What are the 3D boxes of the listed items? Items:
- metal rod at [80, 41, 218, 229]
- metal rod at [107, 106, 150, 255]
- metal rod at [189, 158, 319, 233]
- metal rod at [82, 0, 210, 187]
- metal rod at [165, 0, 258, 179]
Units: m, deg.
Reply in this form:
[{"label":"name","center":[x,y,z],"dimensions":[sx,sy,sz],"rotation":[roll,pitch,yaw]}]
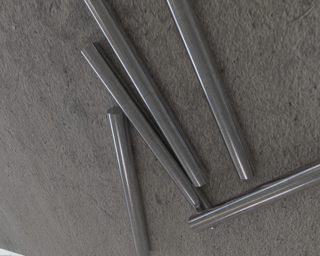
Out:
[{"label":"metal rod","center":[-0.006,0.018,0.421],"dimensions":[0.025,0.025,0.299],"rotation":[-26,104,37]},{"label":"metal rod","center":[-0.045,0.105,0.495],"dimensions":[0.025,0.025,0.298],"rotation":[8,122,24]},{"label":"metal rod","center":[0.151,0.060,0.347],"dimensions":[0.299,0.025,0.025],"rotation":[-35,99,33]},{"label":"metal rod","center":[-0.018,-0.052,0.383],"dimensions":[0.025,0.025,0.299],"rotation":[-20,108,36]},{"label":"metal rod","center":[0.047,-0.072,0.337],"dimensions":[0.025,0.025,0.299],"rotation":[-13,112,33]}]
